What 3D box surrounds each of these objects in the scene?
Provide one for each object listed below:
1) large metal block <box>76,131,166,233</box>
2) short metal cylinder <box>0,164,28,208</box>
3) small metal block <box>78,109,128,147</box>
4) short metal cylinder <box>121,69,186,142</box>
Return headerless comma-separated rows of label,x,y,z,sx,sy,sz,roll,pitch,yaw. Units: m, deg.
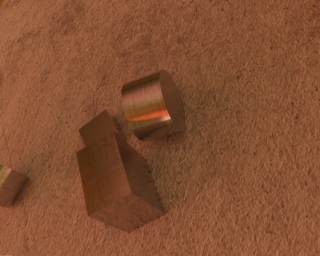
large metal block,-0.044,0.063,0.353,0.050,0.080,0.080,-30,52,9
short metal cylinder,-0.243,0.076,0.449,0.080,0.080,0.050,12,68,33
small metal block,-0.082,0.010,0.441,0.050,0.025,0.050,-37,51,3
short metal cylinder,-0.006,-0.027,0.389,0.050,0.080,0.080,-17,55,19
